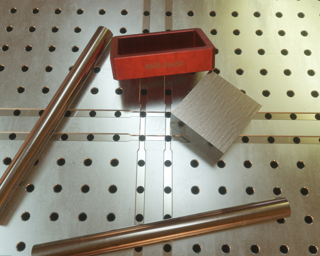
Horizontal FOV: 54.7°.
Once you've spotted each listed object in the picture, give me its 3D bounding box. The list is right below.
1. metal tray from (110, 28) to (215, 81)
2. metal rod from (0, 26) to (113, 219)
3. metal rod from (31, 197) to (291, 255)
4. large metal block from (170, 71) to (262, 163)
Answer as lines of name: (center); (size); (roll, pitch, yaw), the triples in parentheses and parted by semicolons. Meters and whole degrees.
metal tray: (0.001, -0.103, 0.421); (0.131, 0.030, 0.090); (-7, 34, -3)
metal rod: (-0.144, -0.016, 0.415); (0.025, 0.025, 0.300); (24, 71, 8)
metal rod: (0.005, 0.122, 0.367); (0.302, 0.025, 0.025); (-10, 71, -4)
large metal block: (0.070, -0.015, 0.405); (0.080, 0.050, 0.080); (39, 74, 12)
